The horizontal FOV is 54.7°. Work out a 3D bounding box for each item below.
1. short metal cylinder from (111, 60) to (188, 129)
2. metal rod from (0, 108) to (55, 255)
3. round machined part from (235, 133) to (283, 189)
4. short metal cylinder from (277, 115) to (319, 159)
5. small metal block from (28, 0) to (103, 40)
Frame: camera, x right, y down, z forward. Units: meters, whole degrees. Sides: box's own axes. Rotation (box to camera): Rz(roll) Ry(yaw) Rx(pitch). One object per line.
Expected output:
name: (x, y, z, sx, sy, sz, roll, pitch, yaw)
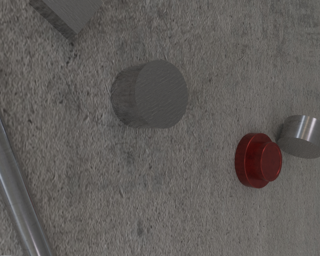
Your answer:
short metal cylinder: (-0.012, -0.039, 0.378, 0.081, 0.050, 0.079, 0, 90, -40)
metal rod: (-0.148, 0.012, 0.280, 0.025, 0.025, 0.298, -24, 105, -37)
round machined part: (0.178, 0.058, 0.543, 0.099, 0.042, 0.097, 0, 90, -40)
short metal cylinder: (0.276, 0.018, 0.600, 0.080, 0.080, 0.050, 41, 65, -33)
small metal block: (-0.097, -0.131, 0.323, 0.050, 0.025, 0.050, 43, 64, -31)
